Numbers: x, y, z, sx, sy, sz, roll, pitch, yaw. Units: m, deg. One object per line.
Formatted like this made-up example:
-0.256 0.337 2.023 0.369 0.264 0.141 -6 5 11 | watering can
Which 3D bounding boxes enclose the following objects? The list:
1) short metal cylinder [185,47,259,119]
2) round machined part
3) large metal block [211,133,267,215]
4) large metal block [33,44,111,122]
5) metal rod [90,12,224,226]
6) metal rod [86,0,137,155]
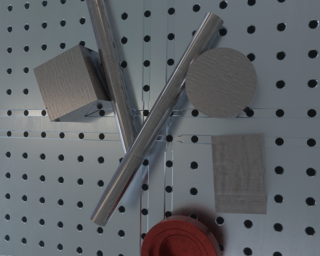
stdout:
0.076 -0.051 0.372 0.080 0.050 0.079 0 90 20 | short metal cylinder
0.029 0.160 0.393 0.098 0.042 0.097 0 90 20 | round machined part
0.093 0.046 0.351 0.050 0.080 0.080 -3 89 20 | large metal block
-0.121 -0.060 0.442 0.080 0.050 0.080 -22 83 18 | large metal block
-0.006 -0.009 0.396 0.025 0.025 0.299 31 93 17 | metal rod
-0.072 -0.101 0.437 0.025 0.025 0.298 -16 85 19 | metal rod
